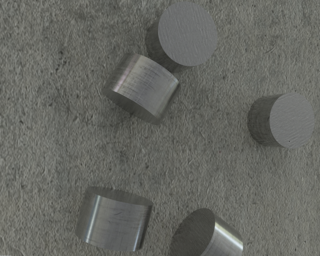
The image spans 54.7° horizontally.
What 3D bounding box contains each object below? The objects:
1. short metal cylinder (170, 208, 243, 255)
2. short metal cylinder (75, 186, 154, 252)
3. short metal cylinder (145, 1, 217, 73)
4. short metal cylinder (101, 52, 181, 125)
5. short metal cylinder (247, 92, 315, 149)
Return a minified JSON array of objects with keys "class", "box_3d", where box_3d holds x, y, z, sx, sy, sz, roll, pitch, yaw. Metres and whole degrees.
[{"class":"short metal cylinder","box_3d":[0.059,0.152,0.402,0.050,0.080,0.080,40,77,-16]},{"class":"short metal cylinder","box_3d":[-0.052,0.103,0.361,0.081,0.080,0.050,16,85,-19]},{"class":"short metal cylinder","box_3d":[0.027,-0.116,0.405,0.081,0.050,0.080,0,90,-20]},{"class":"short metal cylinder","box_3d":[-0.022,-0.045,0.371,0.080,0.080,0.050,33,79,-17]},{"class":"short metal cylinder","box_3d":[0.179,-0.011,0.462,0.081,0.050,0.080,0,90,-20]}]
